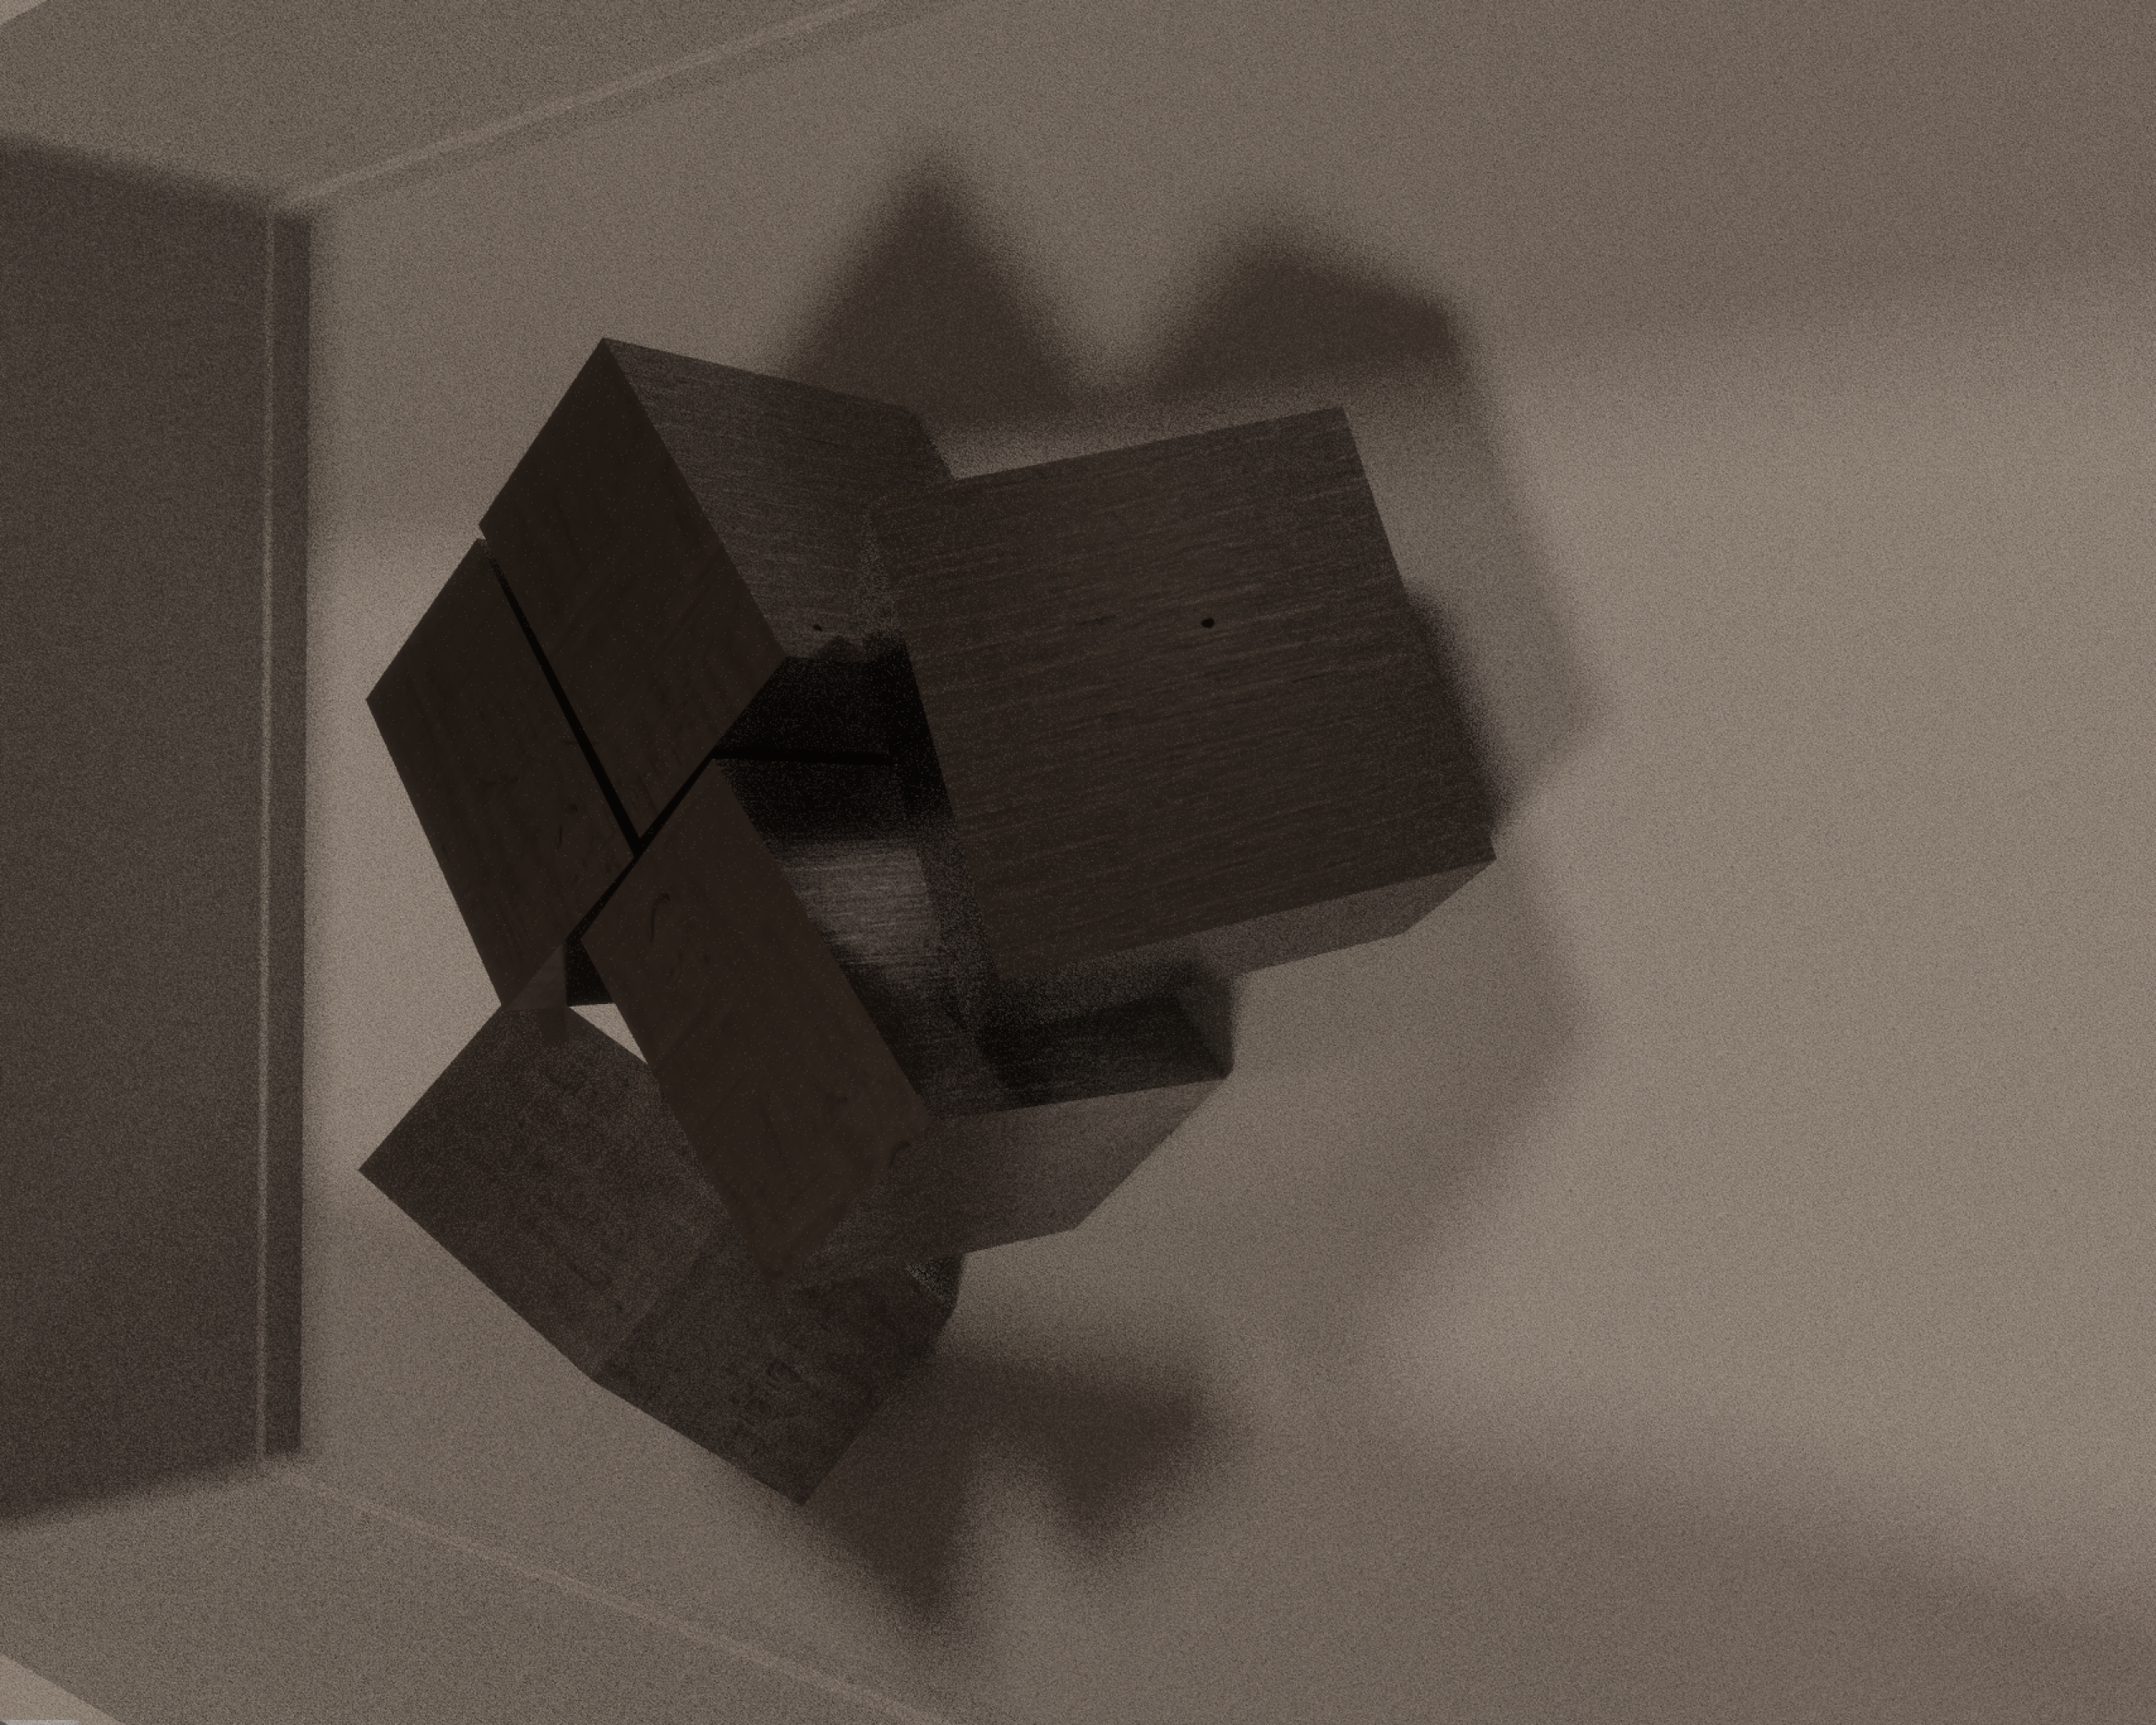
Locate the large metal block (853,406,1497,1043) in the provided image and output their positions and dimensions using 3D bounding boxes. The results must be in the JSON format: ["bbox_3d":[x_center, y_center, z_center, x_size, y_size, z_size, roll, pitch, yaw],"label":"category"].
[{"bbox_3d":[0.013,-0.022,0.349,0.050,0.081,0.080,118,137,-72],"label":"large metal block"}]

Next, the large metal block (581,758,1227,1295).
[{"bbox_3d":[-0.033,0.028,0.393,0.050,0.081,0.080,-49,61,29],"label":"large metal block"}]

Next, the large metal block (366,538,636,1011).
[{"bbox_3d":[-0.090,-0.018,0.441,0.050,0.081,0.080,-45,63,30],"label":"large metal block"}]

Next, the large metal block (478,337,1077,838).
[{"bbox_3d":[-0.058,-0.051,0.415,0.050,0.081,0.080,-46,63,30],"label":"large metal block"}]

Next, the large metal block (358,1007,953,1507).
[{"bbox_3d":[-0.085,0.078,0.428,0.080,0.080,0.050,28,73,36],"label":"large metal block"}]
